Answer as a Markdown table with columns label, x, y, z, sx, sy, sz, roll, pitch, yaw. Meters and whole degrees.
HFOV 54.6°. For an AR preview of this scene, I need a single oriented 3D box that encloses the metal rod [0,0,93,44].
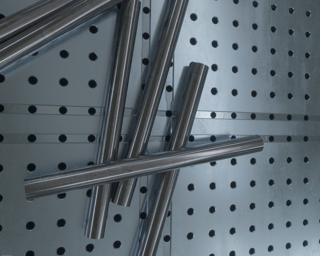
| label | x | y | z | sx | sy | sz | roll | pitch | yaw |
| --- | --- | --- | --- | --- | --- | --- | --- | --- | --- |
| metal rod | -0.128 | -0.140 | 0.365 | 0.301 | 0.025 | 0.025 | -35 | 101 | -17 |

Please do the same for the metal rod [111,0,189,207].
| label | x | y | z | sx | sy | sz | roll | pitch | yaw |
| --- | --- | --- | --- | --- | --- | --- | --- | --- | --- |
| metal rod | -0.009 | -0.047 | 0.408 | 0.025 | 0.025 | 0.299 | 18 | 84 | -19 |

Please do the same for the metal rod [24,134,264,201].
| label | x | y | z | sx | sy | sz | roll | pitch | yaw |
| --- | --- | --- | --- | --- | --- | --- | --- | --- | --- |
| metal rod | -0.003 | 0.043 | 0.383 | 0.302 | 0.025 | 0.025 | -9 | 93 | -20 |

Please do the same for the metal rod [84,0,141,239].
| label | x | y | z | sx | sy | sz | roll | pitch | yaw |
| --- | --- | --- | --- | --- | --- | --- | --- | --- | --- |
| metal rod | -0.059 | -0.015 | 0.390 | 0.025 | 0.025 | 0.299 | 10 | 87 | -20 |

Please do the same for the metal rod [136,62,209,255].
| label | x | y | z | sx | sy | sz | roll | pitch | yaw |
| --- | --- | --- | --- | --- | --- | --- | --- | --- | --- |
| metal rod | 0.014 | 0.056 | 0.417 | 0.025 | 0.025 | 0.299 | 18 | 84 | -19 |

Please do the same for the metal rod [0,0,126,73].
| label | x | y | z | sx | sy | sz | roll | pitch | yaw |
| --- | --- | --- | --- | --- | --- | --- | --- | --- | --- |
| metal rod | -0.144 | -0.098 | 0.349 | 0.301 | 0.025 | 0.025 | -36 | 102 | -13 |
